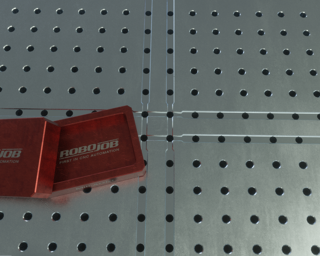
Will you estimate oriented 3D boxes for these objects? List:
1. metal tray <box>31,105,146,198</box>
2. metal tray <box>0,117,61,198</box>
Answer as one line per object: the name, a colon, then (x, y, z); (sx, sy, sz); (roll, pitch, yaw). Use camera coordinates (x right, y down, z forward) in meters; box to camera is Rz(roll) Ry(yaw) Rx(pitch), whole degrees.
metal tray: (-0.091, 0.029, 0.397); (0.131, 0.030, 0.090); (-13, 71, -5)
metal tray: (-0.189, 0.036, 0.372); (0.130, 0.030, 0.090); (-2, 74, 16)
